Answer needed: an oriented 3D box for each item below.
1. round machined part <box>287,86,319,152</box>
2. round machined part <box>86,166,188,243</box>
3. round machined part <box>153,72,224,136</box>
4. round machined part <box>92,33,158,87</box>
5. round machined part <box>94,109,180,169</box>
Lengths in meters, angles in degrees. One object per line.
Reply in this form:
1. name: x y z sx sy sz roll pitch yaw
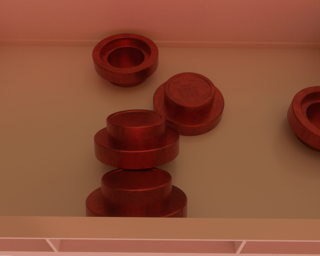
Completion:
1. round machined part: 0.216 -0.006 0.402 0.099 0.042 0.098 0 50 0
2. round machined part: -0.022 0.067 0.304 0.099 0.042 0.098 0 11 0
3. round machined part: 0.040 -0.040 0.428 0.099 0.042 0.098 0 50 0
4. round machined part: -0.052 -0.101 0.478 0.099 0.042 0.098 0 50 0
5. round machined part: -0.027 0.007 0.360 0.099 0.042 0.098 0 19 0
